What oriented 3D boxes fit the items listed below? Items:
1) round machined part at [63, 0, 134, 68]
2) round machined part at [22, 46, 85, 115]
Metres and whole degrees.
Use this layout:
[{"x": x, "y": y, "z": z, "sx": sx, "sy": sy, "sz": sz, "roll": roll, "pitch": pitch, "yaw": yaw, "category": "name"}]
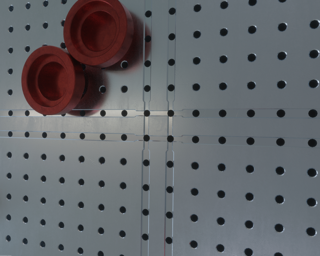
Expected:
[{"x": -0.081, "y": -0.132, "z": 0.433, "sx": 0.098, "sy": 0.042, "sz": 0.097, "roll": 0, "pitch": 90, "yaw": 20, "category": "round machined part"}, {"x": -0.150, "y": -0.068, "z": 0.455, "sx": 0.098, "sy": 0.042, "sz": 0.097, "roll": 2, "pitch": 94, "yaw": 23, "category": "round machined part"}]
